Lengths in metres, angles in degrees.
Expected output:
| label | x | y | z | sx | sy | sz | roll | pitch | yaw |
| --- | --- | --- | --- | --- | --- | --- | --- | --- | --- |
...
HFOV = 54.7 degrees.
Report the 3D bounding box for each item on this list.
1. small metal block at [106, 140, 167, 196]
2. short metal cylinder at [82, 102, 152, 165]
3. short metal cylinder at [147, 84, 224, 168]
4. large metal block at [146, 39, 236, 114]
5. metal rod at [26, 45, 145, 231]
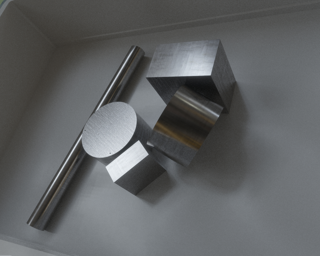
| label | x | y | z | sx | sy | sz | roll | pitch | yaw |
| --- | --- | --- | --- | --- | --- | --- | --- | --- | --- |
| small metal block | -0.028 | 0.049 | 0.373 | 0.050 | 0.050 | 0.025 | -39 | 51 | 1 |
| short metal cylinder | -0.055 | 0.012 | 0.409 | 0.080 | 0.050 | 0.080 | -13 | 56 | 20 |
| short metal cylinder | 0.028 | -0.002 | 0.347 | 0.050 | 0.080 | 0.080 | 31 | 77 | 6 |
| large metal block | 0.042 | -0.061 | 0.385 | 0.080 | 0.080 | 0.050 | 3 | 64 | 29 |
| metal rod | -0.100 | 0.003 | 0.454 | 0.025 | 0.025 | 0.300 | 15 | 69 | 34 |
